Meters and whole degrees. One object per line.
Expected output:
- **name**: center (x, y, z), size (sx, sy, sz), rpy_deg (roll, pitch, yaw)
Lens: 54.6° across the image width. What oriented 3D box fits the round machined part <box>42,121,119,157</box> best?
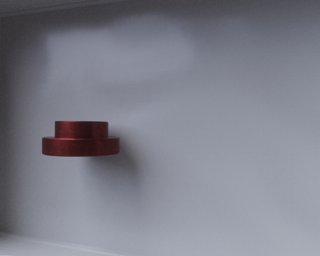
- **round machined part**: center (-0.103, 0.012, 0.409), size (0.098, 0.098, 0.042), rpy_deg (1, 90, 20)
